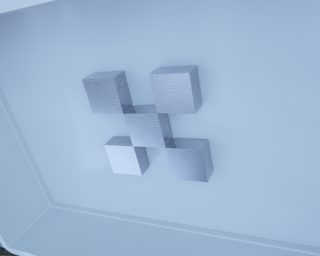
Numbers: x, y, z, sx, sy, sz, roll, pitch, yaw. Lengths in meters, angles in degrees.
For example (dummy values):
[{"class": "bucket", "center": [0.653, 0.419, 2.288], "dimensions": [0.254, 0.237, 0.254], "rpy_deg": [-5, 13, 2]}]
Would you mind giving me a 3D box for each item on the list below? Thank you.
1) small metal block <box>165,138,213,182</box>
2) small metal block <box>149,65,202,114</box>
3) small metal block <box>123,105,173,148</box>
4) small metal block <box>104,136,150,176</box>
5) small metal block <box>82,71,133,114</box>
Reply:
[{"class": "small metal block", "center": [0.040, 0.042, 0.411], "dimensions": [0.050, 0.025, 0.050], "rpy_deg": [1, 119, 27]}, {"class": "small metal block", "center": [0.019, -0.045, 0.368], "dimensions": [0.050, 0.025, 0.050], "rpy_deg": [2, 120, 27]}, {"class": "small metal block", "center": [-0.015, -0.002, 0.412], "dimensions": [0.050, 0.025, 0.050], "rpy_deg": [1, 119, 28]}, {"class": "small metal block", "center": [-0.048, 0.041, 0.457], "dimensions": [0.050, 0.025, 0.050], "rpy_deg": [1, 119, 28]}, {"class": "small metal block", "center": [-0.070, -0.047, 0.414], "dimensions": [0.050, 0.025, 0.050], "rpy_deg": [2, 119, 27]}]
